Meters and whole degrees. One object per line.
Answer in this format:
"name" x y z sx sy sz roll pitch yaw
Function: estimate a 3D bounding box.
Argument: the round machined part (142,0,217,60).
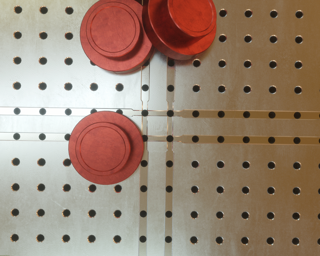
"round machined part" 0.031 -0.138 0.385 0.099 0.042 0.098 4 81 -26

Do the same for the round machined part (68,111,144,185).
"round machined part" -0.071 0.026 0.404 0.099 0.042 0.097 0 90 0

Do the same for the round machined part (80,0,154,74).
"round machined part" -0.056 -0.122 0.400 0.098 0.042 0.097 0 93 4
